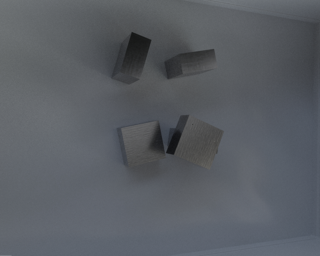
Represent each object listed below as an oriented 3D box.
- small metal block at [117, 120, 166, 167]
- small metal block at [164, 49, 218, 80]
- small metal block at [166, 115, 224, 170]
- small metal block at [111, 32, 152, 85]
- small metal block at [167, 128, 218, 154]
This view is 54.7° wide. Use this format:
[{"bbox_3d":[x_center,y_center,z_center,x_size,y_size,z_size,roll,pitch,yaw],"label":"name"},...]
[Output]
[{"bbox_3d":[-0.024,0.019,0.403,0.050,0.025,0.050,-12,94,-20],"label":"small metal block"},{"bbox_3d":[0.040,-0.084,0.413,0.050,0.050,0.025,-13,95,-20],"label":"small metal block"},{"bbox_3d":[0.042,0.017,0.374,0.050,0.025,0.050,24,82,-19],"label":"small metal block"},{"bbox_3d":[-0.037,-0.085,0.384,0.025,0.050,0.050,17,84,-20],"label":"small metal block"},{"bbox_3d":[0.044,0.017,0.415,0.050,0.050,0.025,10,87,-20],"label":"small metal block"}]
